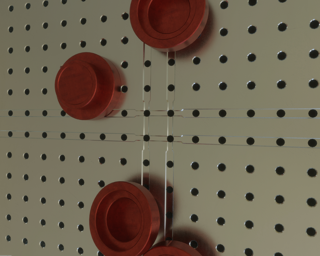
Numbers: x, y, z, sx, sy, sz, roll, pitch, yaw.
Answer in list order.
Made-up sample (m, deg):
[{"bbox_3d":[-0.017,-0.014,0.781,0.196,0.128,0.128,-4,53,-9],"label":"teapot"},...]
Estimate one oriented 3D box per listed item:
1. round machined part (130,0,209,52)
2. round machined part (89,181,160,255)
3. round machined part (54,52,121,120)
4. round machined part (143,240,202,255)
[{"bbox_3d":[0.014,-0.147,0.399,0.098,0.042,0.097,0,90,20],"label":"round machined part"},{"bbox_3d":[-0.042,0.121,0.411,0.098,0.042,0.098,-7,76,28],"label":"round machined part"},{"bbox_3d":[-0.109,-0.060,0.443,0.098,0.042,0.097,0,90,20],"label":"round machined part"},{"bbox_3d":[0.020,0.192,0.397,0.098,0.042,0.097,0,90,20],"label":"round machined part"}]
